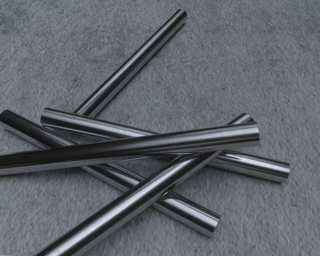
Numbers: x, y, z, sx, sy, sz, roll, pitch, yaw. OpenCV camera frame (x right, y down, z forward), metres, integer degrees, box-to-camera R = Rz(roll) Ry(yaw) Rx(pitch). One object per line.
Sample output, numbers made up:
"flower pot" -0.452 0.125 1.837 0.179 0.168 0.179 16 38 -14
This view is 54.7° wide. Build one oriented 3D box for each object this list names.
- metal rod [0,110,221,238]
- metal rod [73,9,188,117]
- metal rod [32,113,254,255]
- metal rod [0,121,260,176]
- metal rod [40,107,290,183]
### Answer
"metal rod" -0.073 0.044 0.365 0.301 0.025 0.025 24 54 18
"metal rod" -0.033 -0.111 0.495 0.025 0.025 0.301 24 54 18
"metal rod" -0.016 0.067 0.313 0.302 0.025 0.025 -32 57 -21
"metal rod" -0.049 0.025 0.337 0.301 0.025 0.025 -8 49 11
"metal rod" 0.001 0.019 0.378 0.302 0.025 0.025 13 51 6
